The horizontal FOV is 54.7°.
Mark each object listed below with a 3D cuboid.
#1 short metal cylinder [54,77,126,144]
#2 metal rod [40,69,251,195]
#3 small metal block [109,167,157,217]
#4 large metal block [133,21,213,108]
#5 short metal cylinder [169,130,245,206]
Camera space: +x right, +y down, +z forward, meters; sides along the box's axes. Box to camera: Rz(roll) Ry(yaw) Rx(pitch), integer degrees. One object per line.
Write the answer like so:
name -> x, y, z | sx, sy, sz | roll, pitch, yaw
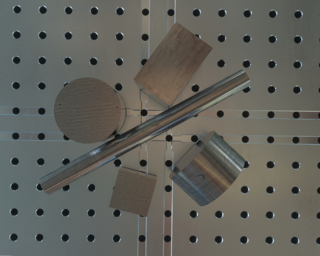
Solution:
short metal cylinder -> -0.087, -0.021, 0.396 | 0.081, 0.050, 0.079 | 0, 90, 0
metal rod -> -0.019, 0.005, 0.410 | 0.301, 0.025, 0.025 | -28, 90, 0
small metal block -> -0.035, 0.084, 0.410 | 0.050, 0.025, 0.050 | 15, 90, 0
large metal block -> 0.015, -0.072, 0.383 | 0.050, 0.080, 0.080 | 36, 90, 0
short metal cylinder -> 0.057, 0.049, 0.383 | 0.050, 0.080, 0.080 | 44, 90, -1
